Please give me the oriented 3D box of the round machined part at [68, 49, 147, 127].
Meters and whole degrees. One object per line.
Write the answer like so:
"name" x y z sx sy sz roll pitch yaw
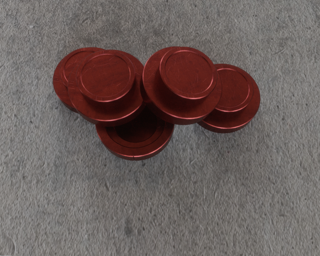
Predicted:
"round machined part" -0.062 -0.054 0.374 0.099 0.042 0.098 0 70 -1

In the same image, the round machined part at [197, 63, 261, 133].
"round machined part" 0.087 -0.045 0.417 0.099 0.042 0.098 0 70 -1

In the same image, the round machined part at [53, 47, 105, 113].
"round machined part" -0.098 -0.070 0.424 0.099 0.042 0.098 0 70 -1

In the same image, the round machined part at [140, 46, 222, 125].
"round machined part" 0.028 -0.056 0.366 0.099 0.042 0.098 5 68 -13

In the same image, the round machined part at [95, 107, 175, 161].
"round machined part" -0.031 -0.005 0.401 0.099 0.042 0.098 0 70 -1
